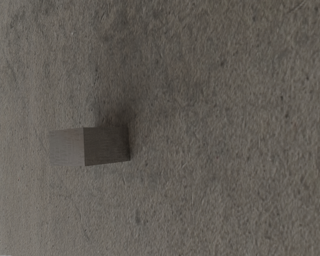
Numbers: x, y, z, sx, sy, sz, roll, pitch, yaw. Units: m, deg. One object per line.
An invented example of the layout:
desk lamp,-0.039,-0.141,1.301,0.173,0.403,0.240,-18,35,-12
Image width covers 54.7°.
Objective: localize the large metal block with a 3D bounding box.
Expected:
large metal block,-0.102,0.026,0.451,0.080,0.081,0.050,-5,87,39
